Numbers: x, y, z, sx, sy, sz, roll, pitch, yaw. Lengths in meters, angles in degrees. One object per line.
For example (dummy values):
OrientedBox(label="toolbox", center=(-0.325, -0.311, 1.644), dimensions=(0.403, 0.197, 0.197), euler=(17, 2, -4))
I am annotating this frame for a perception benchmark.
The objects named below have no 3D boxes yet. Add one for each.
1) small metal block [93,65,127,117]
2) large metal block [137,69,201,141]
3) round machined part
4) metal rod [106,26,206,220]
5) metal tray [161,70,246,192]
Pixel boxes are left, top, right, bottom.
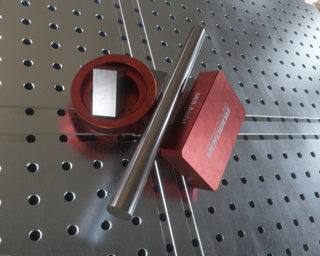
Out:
OrientedBox(label="small metal block", center=(-0.057, -0.044, 0.354), dimensions=(0.025, 0.050, 0.050), euler=(6, 17, 4))
OrientedBox(label="large metal block", center=(0.015, -0.025, 0.417), dimensions=(0.081, 0.050, 0.080), euler=(9, 58, -24))
OrientedBox(label="round machined part", center=(-0.054, -0.037, 0.375), dimensions=(0.099, 0.042, 0.098), euler=(1, 67, -1))
OrientedBox(label="metal rod", center=(0.010, -0.032, 0.370), dimensions=(0.025, 0.025, 0.300), euler=(30, 52, -9))
OrientedBox(label="metal tray", center=(0.061, 0.003, 0.395), dimensions=(0.090, 0.030, 0.130), euler=(48, 58, -37))
